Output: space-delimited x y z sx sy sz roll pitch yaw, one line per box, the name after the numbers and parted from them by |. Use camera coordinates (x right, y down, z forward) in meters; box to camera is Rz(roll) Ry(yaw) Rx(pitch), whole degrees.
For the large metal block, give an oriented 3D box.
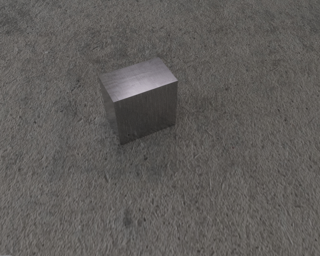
-0.026 -0.033 0.396 0.081 0.080 0.050 -21 53 -17 | large metal block
